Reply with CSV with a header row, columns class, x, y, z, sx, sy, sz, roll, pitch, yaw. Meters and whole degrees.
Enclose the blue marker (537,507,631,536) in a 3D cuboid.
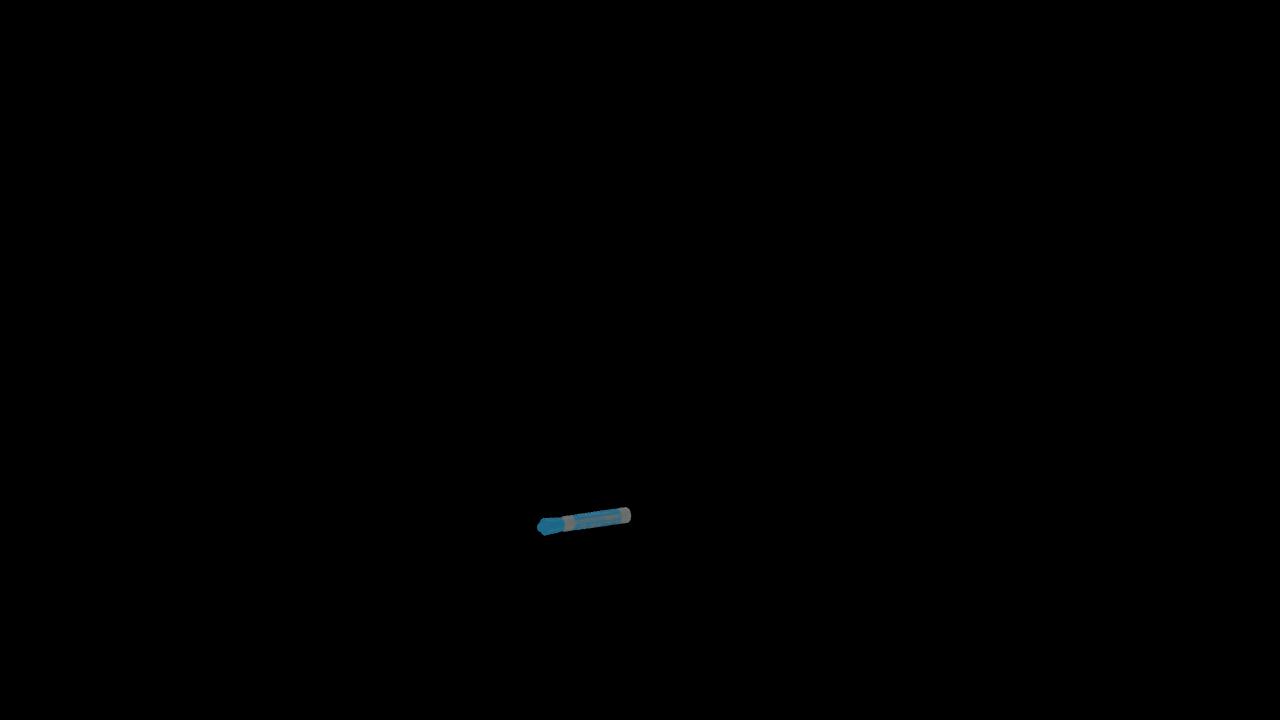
class,x,y,z,sx,sy,sz,roll,pitch,yaw
blue marker,-0.063,0.185,0.706,0.121,0.020,0.020,3,-2,-39
